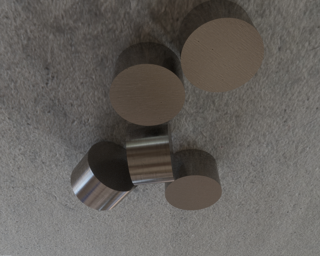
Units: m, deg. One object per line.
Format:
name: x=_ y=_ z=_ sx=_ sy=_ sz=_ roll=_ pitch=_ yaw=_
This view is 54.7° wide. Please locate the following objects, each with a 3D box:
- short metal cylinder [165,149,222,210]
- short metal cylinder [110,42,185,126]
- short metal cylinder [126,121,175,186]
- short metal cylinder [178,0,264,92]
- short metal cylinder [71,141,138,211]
short metal cylinder: x=0.047 y=0.077 z=0.457 sx=0.081 sy=0.050 sz=0.079 roll=0 pitch=130 yaw=0
short metal cylinder: x=-0.013 y=-0.049 z=0.349 sx=0.081 sy=0.050 sz=0.079 roll=0 pitch=130 yaw=0
short metal cylinder: x=-0.010 y=0.031 z=0.398 sx=0.050 sy=0.080 sz=0.080 roll=-6 pitch=130 yaw=5
short metal cylinder: x=0.060 y=-0.084 z=0.320 sx=0.081 sy=0.050 sz=0.079 roll=0 pitch=130 yaw=0
short metal cylinder: x=-0.074 y=0.065 z=0.426 sx=0.080 sy=0.080 sz=0.050 roll=28 pitch=124 yaw=-22
